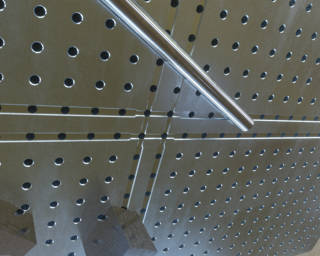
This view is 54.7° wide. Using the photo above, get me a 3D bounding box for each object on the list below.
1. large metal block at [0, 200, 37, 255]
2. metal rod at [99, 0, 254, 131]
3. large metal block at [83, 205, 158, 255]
[{"bbox_3d":[-0.208,0.130,0.362,0.080,0.050,0.080,-42,130,0],"label":"large metal block"},{"bbox_3d":[0.037,-0.073,0.386,0.301,0.025,0.025,35,99,-39],"label":"metal rod"},{"bbox_3d":[-0.061,0.174,0.450,0.050,0.080,0.080,28,103,-38],"label":"large metal block"}]
